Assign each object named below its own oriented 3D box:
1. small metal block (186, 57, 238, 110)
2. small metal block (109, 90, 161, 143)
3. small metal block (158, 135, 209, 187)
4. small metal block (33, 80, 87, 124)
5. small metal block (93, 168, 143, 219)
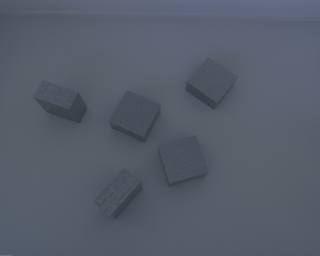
[{"bbox_3d":[0.072,-0.062,0.433,0.050,0.025,0.050,36,74,12],"label":"small metal block"},{"bbox_3d":[-0.033,-0.015,0.415,0.050,0.025,0.050,24,72,8],"label":"small metal block"},{"bbox_3d":[0.029,0.042,0.394,0.050,0.025,0.050,-15,71,-6],"label":"small metal block"},{"bbox_3d":[-0.129,-0.033,0.407,0.050,0.050,0.025,19,71,7],"label":"small metal block"},{"bbox_3d":[-0.048,0.079,0.367,0.025,0.050,0.050,39,75,13],"label":"small metal block"}]
